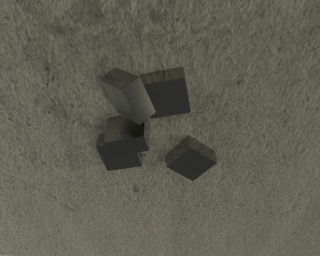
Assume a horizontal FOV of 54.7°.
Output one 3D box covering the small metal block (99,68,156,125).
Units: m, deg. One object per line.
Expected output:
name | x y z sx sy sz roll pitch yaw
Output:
small metal block | -0.037 -0.037 0.356 0.025 0.050 0.050 -40 130 -19

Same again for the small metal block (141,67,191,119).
small metal block | 0.008 -0.042 0.372 0.050 0.025 0.050 -9 130 7

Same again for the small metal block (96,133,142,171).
small metal block | -0.055 0.031 0.433 0.050 0.025 0.050 -9 130 7

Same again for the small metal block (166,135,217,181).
small metal block | 0.045 0.044 0.446 0.050 0.025 0.050 31 123 -24

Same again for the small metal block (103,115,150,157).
small metal block | -0.041 0.007 0.396 0.050 0.050 0.025 -10 130 8
